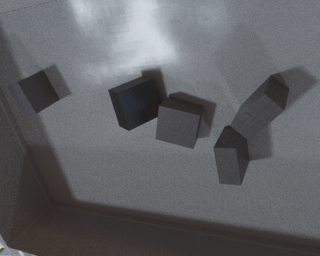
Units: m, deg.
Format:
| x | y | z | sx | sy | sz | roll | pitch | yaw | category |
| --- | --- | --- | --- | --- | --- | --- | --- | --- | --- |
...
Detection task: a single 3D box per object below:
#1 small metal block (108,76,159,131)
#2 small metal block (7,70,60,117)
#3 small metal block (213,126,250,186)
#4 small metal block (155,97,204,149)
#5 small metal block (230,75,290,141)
| x | y | z | sx | sy | sz | roll | pitch | yaw | category |
| --- | --- | --- | --- | --- | --- | --- | --- | --- | --- |
| -0.030 | -0.031 | 0.385 | 0.025 | 0.050 | 0.050 | 23 | 133 | 52 | small metal block |
| -0.185 | -0.051 | 0.459 | 0.025 | 0.050 | 0.050 | -12 | 112 | 33 | small metal block |
| 0.086 | 0.032 | 0.367 | 0.025 | 0.050 | 0.050 | 0 | 119 | 28 | small metal block |
| 0.024 | -0.006 | 0.388 | 0.050 | 0.025 | 0.050 | 14 | 125 | 12 | small metal block |
| 0.105 | -0.021 | 0.324 | 0.025 | 0.050 | 0.050 | 39 | 129 | 1 | small metal block |
